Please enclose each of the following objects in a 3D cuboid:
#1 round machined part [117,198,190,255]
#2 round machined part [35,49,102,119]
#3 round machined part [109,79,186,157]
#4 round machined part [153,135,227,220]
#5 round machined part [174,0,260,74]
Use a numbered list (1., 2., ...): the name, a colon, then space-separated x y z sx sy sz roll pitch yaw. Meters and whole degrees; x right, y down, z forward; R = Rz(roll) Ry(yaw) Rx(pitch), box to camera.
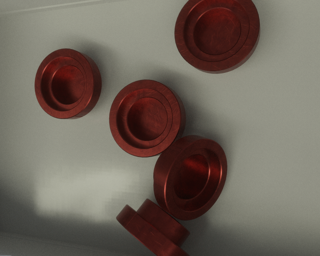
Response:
1. round machined part: -0.002 0.123 0.378 0.098 0.098 0.042 35 76 16
2. round machined part: -0.126 -0.061 0.446 0.098 0.042 0.097 0 90 20
3. round machined part: -0.013 -0.012 0.405 0.098 0.042 0.097 -1 88 21
4. round machined part: 0.031 0.055 0.369 0.042 0.099 0.097 19 98 50
5. round machined part: 0.071 -0.114 0.376 0.098 0.042 0.097 0 90 20
